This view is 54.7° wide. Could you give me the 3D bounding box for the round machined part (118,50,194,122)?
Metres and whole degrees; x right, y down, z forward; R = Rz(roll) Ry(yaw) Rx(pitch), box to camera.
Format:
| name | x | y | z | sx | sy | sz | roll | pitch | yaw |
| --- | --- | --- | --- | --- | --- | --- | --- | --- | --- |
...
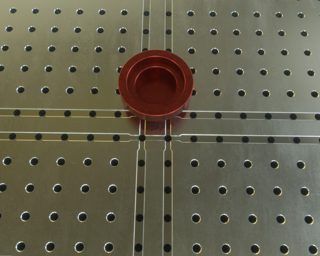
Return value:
| name | x | y | z | sx | sy | sz | roll | pitch | yaw |
| --- | --- | --- | --- | --- | --- | --- | --- | --- | --- |
| round machined part | -0.005 | -0.054 | 0.422 | 0.099 | 0.042 | 0.098 | 0 | 70 | -1 |
